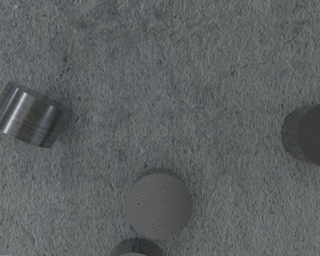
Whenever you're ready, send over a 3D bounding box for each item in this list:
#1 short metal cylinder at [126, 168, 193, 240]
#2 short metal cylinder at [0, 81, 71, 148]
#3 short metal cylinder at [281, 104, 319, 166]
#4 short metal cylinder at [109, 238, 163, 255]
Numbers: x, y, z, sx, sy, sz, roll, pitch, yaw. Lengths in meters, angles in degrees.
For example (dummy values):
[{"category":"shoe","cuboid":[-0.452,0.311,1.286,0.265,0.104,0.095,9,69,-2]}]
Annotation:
[{"category":"short metal cylinder","cuboid":[-0.001,0.094,0.397,0.081,0.050,0.080,0,90,0]},{"category":"short metal cylinder","cuboid":[-0.158,-0.016,0.381,0.080,0.080,0.050,29,90,0]},{"category":"short metal cylinder","cuboid":[0.206,0.008,0.399,0.081,0.050,0.080,0,90,0]},{"category":"short metal cylinder","cuboid":[-0.032,0.190,0.397,0.081,0.050,0.080,0,90,0]}]
